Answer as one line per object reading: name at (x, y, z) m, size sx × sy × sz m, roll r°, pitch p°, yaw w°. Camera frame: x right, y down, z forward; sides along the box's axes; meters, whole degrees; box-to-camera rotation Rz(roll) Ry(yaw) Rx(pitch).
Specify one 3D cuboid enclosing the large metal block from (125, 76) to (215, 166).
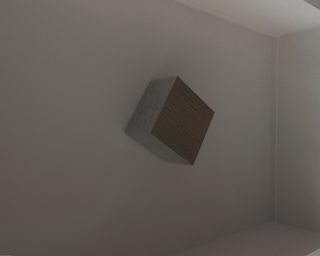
large metal block at (0.015, -0.008, 0.397) m, size 0.080 × 0.050 × 0.080 m, roll 39°, pitch 66°, yaw -34°
